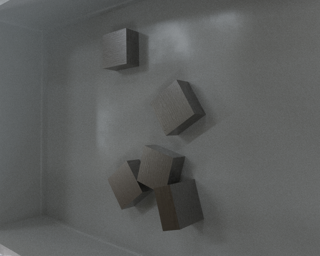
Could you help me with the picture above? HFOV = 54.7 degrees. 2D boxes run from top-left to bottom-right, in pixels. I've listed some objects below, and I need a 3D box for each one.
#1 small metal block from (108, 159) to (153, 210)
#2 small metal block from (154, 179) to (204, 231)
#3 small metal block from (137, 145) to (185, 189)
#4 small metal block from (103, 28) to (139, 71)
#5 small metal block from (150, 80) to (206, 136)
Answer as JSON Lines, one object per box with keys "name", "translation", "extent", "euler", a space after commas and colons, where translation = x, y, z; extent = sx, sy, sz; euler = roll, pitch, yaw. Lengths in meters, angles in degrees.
{"name": "small metal block", "translation": [-0.042, 0.080, 0.442], "extent": [0.050, 0.025, 0.050], "euler": [-45, 63, 31]}
{"name": "small metal block", "translation": [0.023, 0.091, 0.371], "extent": [0.025, 0.050, 0.050], "euler": [-21, 77, 38]}
{"name": "small metal block", "translation": [0.001, 0.054, 0.406], "extent": [0.050, 0.025, 0.050], "euler": [20, 103, 38]}
{"name": "small metal block", "translation": [-0.058, -0.114, 0.455], "extent": [0.050, 0.025, 0.050], "euler": [-1, 89, 40]}
{"name": "small metal block", "translation": [0.022, -0.025, 0.389], "extent": [0.050, 0.025, 0.050], "euler": [-39, 67, 33]}
